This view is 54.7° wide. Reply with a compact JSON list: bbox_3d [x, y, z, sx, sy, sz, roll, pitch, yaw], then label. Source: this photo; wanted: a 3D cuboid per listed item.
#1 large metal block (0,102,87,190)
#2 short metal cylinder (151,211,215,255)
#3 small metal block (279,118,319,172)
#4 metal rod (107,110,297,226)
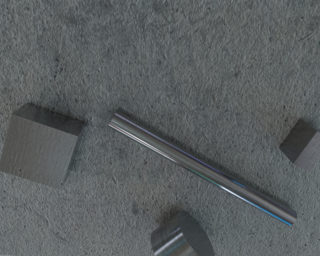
[{"bbox_3d":[-0.151,0.023,0.403,0.080,0.050,0.079,20,109,-8],"label":"large metal block"},{"bbox_3d":[0.033,0.167,0.442,0.050,0.080,0.080,-41,105,13],"label":"short metal cylinder"},{"bbox_3d":[0.190,0.021,0.406,0.025,0.050,0.050,26,108,-9],"label":"small metal block"},{"bbox_3d":[0.066,0.060,0.432,0.301,0.025,0.025,30,107,-11],"label":"metal rod"}]
